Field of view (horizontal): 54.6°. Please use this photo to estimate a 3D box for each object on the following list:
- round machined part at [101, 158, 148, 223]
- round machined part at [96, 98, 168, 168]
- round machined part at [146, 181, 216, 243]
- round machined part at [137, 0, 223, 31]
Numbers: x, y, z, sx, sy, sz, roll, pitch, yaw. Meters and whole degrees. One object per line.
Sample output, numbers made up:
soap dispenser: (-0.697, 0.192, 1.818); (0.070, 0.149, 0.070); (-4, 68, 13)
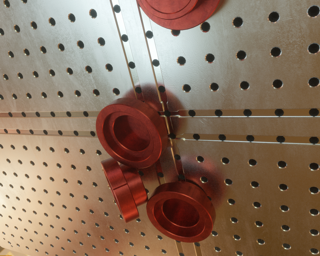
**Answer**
round machined part: (-0.050, 0.087, 0.459); (0.098, 0.042, 0.098); (59, 163, 31)
round machined part: (-0.034, 0.003, 0.421); (0.098, 0.042, 0.097); (13, 124, 21)
round machined part: (0.033, 0.117, 0.452); (0.098, 0.042, 0.097); (11, 124, 17)
round machined part: (0.015, -0.145, 0.303); (0.098, 0.042, 0.097); (13, 124, 21)
